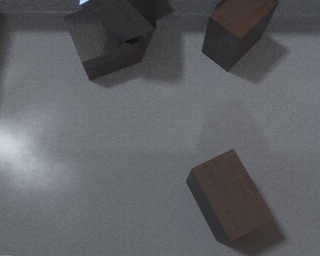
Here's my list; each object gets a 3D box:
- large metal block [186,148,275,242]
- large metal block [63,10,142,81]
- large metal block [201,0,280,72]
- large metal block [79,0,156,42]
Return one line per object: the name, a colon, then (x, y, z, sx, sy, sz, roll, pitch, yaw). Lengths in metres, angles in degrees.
large metal block: (0.073, 0.079, 0.352, 0.050, 0.080, 0.080, -25, 72, -9)
large metal block: (-0.080, -0.126, 0.442, 0.080, 0.050, 0.080, -22, 72, -8)
large metal block: (0.108, -0.139, 0.432, 0.050, 0.080, 0.080, 42, 75, 13)
large metal block: (-0.047, -0.168, 0.381, 0.050, 0.080, 0.080, -11, 67, 30)
